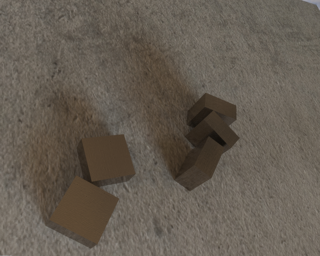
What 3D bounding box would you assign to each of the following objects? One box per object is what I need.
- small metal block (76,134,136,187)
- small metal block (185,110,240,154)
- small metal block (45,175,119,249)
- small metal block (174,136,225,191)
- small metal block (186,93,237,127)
[{"bbox_3d":[-0.061,0.037,0.349,0.050,0.025,0.050,-6,65,-31],"label":"small metal block"},{"bbox_3d":[0.070,0.013,0.420,0.050,0.050,0.025,47,51,4],"label":"small metal block"},{"bbox_3d":[-0.077,0.084,0.312,0.050,0.025,0.050,31,52,-9],"label":"small metal block"},{"bbox_3d":[0.049,0.045,0.388,0.025,0.050,0.050,37,51,-4],"label":"small metal block"},{"bbox_3d":[0.073,-0.018,0.440,0.050,0.050,0.025,20,54,-17],"label":"small metal block"}]
